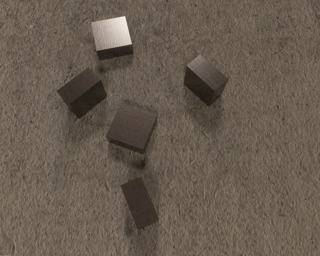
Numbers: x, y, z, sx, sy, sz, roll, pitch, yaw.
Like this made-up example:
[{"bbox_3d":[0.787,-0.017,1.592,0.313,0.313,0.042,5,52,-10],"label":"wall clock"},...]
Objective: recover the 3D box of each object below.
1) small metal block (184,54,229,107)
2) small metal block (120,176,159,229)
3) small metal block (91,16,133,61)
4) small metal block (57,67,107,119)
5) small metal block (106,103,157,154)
[{"bbox_3d":[0.060,-0.063,0.419,0.025,0.050,0.050,-41,76,-14],"label":"small metal block"},{"bbox_3d":[-0.023,0.089,0.362,0.025,0.050,0.050,-22,72,-8],"label":"small metal block"},{"bbox_3d":[-0.070,-0.132,0.455,0.050,0.025,0.050,-12,71,-5],"label":"small metal block"},{"bbox_3d":[-0.101,-0.045,0.410,0.050,0.050,0.025,-41,76,-14],"label":"small metal block"},{"bbox_3d":[-0.036,0.001,0.407,0.050,0.025,0.050,19,71,6],"label":"small metal block"}]
